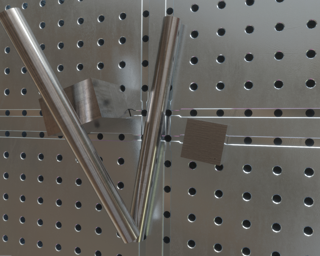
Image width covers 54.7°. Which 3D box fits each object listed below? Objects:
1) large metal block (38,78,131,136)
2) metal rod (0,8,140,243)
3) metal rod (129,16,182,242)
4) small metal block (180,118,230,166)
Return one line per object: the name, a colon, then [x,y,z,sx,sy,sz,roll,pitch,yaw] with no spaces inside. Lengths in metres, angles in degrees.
large metal block: [-0.098,-0.025,0.417,0.080,0.080,0.050,-18,84,19]
metal rod: [-0.099,0.008,0.364,0.025,0.025,0.299,-21,104,18]
metal rod: [-0.009,0.004,0.414,0.025,0.025,0.298,11,94,19]
small metal block: [0.058,0.017,0.392,0.050,0.025,0.050,11,94,19]
